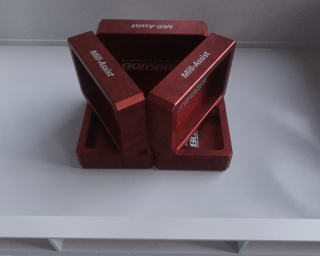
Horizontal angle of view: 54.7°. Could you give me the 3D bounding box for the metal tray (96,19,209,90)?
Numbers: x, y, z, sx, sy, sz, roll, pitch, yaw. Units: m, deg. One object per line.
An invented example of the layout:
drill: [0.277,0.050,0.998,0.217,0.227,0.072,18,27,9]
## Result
metal tray: [-0.009,-0.090,0.396,0.131,0.090,0.030,1,51,1]

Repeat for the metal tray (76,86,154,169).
metal tray: [-0.052,-0.009,0.408,0.091,0.030,0.130,0,49,0]

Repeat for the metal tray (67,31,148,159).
metal tray: [-0.060,-0.039,0.353,0.030,0.090,0.130,-25,55,-19]

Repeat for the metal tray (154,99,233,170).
metal tray: [0.040,-0.007,0.407,0.091,0.030,0.130,1,49,1]

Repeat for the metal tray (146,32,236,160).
metal tray: [0.037,-0.037,0.352,0.030,0.090,0.131,29,56,22]
